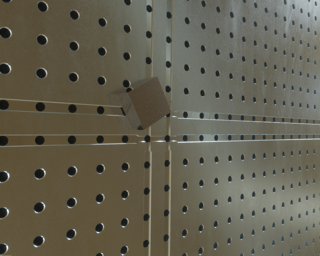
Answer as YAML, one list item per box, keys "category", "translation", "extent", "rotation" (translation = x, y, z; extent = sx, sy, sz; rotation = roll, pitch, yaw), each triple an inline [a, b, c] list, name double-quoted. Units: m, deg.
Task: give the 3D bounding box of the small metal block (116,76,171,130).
- category: "small metal block"
  translation: [-0.019, -0.031, 0.392]
  extent: [0.050, 0.025, 0.050]
  rotation: [-35, 112, -34]
